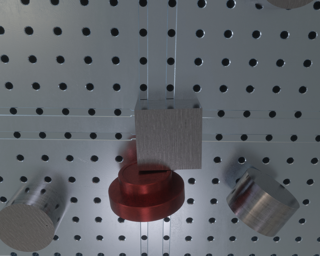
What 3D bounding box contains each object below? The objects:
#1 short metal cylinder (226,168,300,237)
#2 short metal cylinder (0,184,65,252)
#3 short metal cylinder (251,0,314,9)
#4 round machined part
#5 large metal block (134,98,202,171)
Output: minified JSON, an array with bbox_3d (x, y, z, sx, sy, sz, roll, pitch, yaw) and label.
[{"bbox_3d":[0.139,0.099,0.422,0.080,0.080,0.050,28,108,-10],"label":"short metal cylinder"},{"bbox_3d":[-0.184,0.129,0.446,0.081,0.050,0.079,0,110,0],"label":"short metal cylinder"},{"bbox_3d":[0.137,-0.172,0.338,0.081,0.050,0.079,0,110,0],"label":"short metal cylinder"},{"bbox_3d":[-0.018,0.074,0.401,0.099,0.098,0.042,-4,111,1],"label":"round machined part"},{"bbox_3d":[0.011,0.007,0.402,0.081,0.050,0.079,-2,109,0],"label":"large metal block"}]
